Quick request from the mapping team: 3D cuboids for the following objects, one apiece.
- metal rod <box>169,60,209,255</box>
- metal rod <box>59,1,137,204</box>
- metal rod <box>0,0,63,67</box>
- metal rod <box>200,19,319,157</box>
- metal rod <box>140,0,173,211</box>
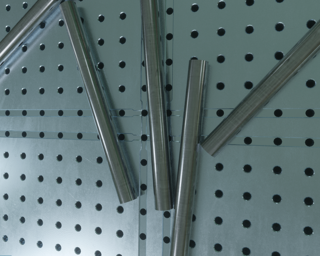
[{"bbox_3d":[0.035,0.064,0.399,0.025,0.025,0.298,6,92,19],"label":"metal rod"},{"bbox_3d":[-0.090,-0.040,0.442,0.025,0.025,0.299,-20,83,18],"label":"metal rod"},{"bbox_3d":[-0.211,-0.158,0.484,0.300,0.025,0.025,-39,78,15],"label":"metal rod"},{"bbox_3d":[0.158,-0.080,0.357,0.025,0.025,0.299,45,103,14],"label":"metal rod"},{"bbox_3d":[-0.005,-0.042,0.413,0.025,0.025,0.298,-5,88,19],"label":"metal rod"}]
